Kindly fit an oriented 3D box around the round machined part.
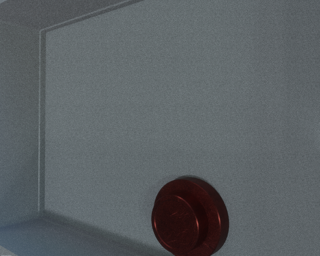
[{"bbox_3d":[0.028,0.111,0.371,0.098,0.042,0.097,0,90,39],"label":"round machined part"}]
